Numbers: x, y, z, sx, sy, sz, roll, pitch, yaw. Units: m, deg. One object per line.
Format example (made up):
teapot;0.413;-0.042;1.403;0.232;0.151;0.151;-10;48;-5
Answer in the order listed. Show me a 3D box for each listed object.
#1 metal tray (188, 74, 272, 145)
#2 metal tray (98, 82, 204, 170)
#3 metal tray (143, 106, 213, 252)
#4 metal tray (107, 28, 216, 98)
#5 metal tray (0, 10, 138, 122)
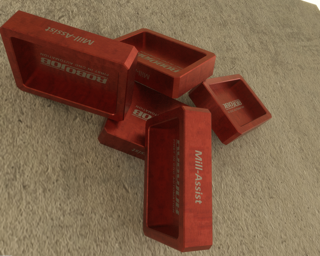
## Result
metal tray;0.109;-0.033;0.462;0.131;0.030;0.090;-19;71;-51
metal tray;-0.004;-0.001;0.402;0.131;0.030;0.090;23;53;-15
metal tray;0.015;0.049;0.318;0.030;0.090;0.129;5;80;-26
metal tray;-0.003;-0.093;0.421;0.130;0.030;0.091;29;45;27
metal tray;-0.094;-0.062;0.332;0.131;0.089;0.030;18;53;2
